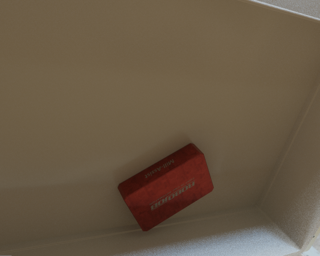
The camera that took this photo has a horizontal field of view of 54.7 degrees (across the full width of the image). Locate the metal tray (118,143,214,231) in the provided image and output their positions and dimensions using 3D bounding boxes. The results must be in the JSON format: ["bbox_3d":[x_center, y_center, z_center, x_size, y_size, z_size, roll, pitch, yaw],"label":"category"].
[{"bbox_3d":[0.013,0.091,0.471,0.131,0.030,0.090,-29,129,-10],"label":"metal tray"}]
